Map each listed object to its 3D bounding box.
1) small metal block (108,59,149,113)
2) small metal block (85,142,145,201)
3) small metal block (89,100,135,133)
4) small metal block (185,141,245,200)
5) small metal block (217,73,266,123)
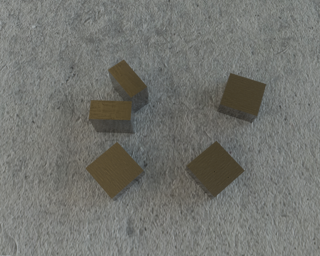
[{"bbox_3d":[-0.041,-0.055,0.414,0.025,0.050,0.050,-36,74,-12],"label":"small metal block"},{"bbox_3d":[-0.055,0.055,0.388,0.050,0.025,0.050,-41,75,-14],"label":"small metal block"},{"bbox_3d":[-0.060,-0.013,0.399,0.050,0.050,0.025,2,70,0],"label":"small metal block"},{"bbox_3d":[0.068,0.053,0.389,0.050,0.025,0.050,-38,75,-13],"label":"small metal block"},{"bbox_3d":[0.111,-0.041,0.424,0.050,0.025,0.050,19,71,6],"label":"small metal block"}]
